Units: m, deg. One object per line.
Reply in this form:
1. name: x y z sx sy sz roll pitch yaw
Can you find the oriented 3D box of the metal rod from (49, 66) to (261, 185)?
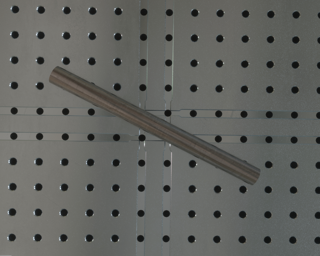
1. metal rod: -0.006 -0.003 0.413 0.301 0.025 0.025 27 90 -1
